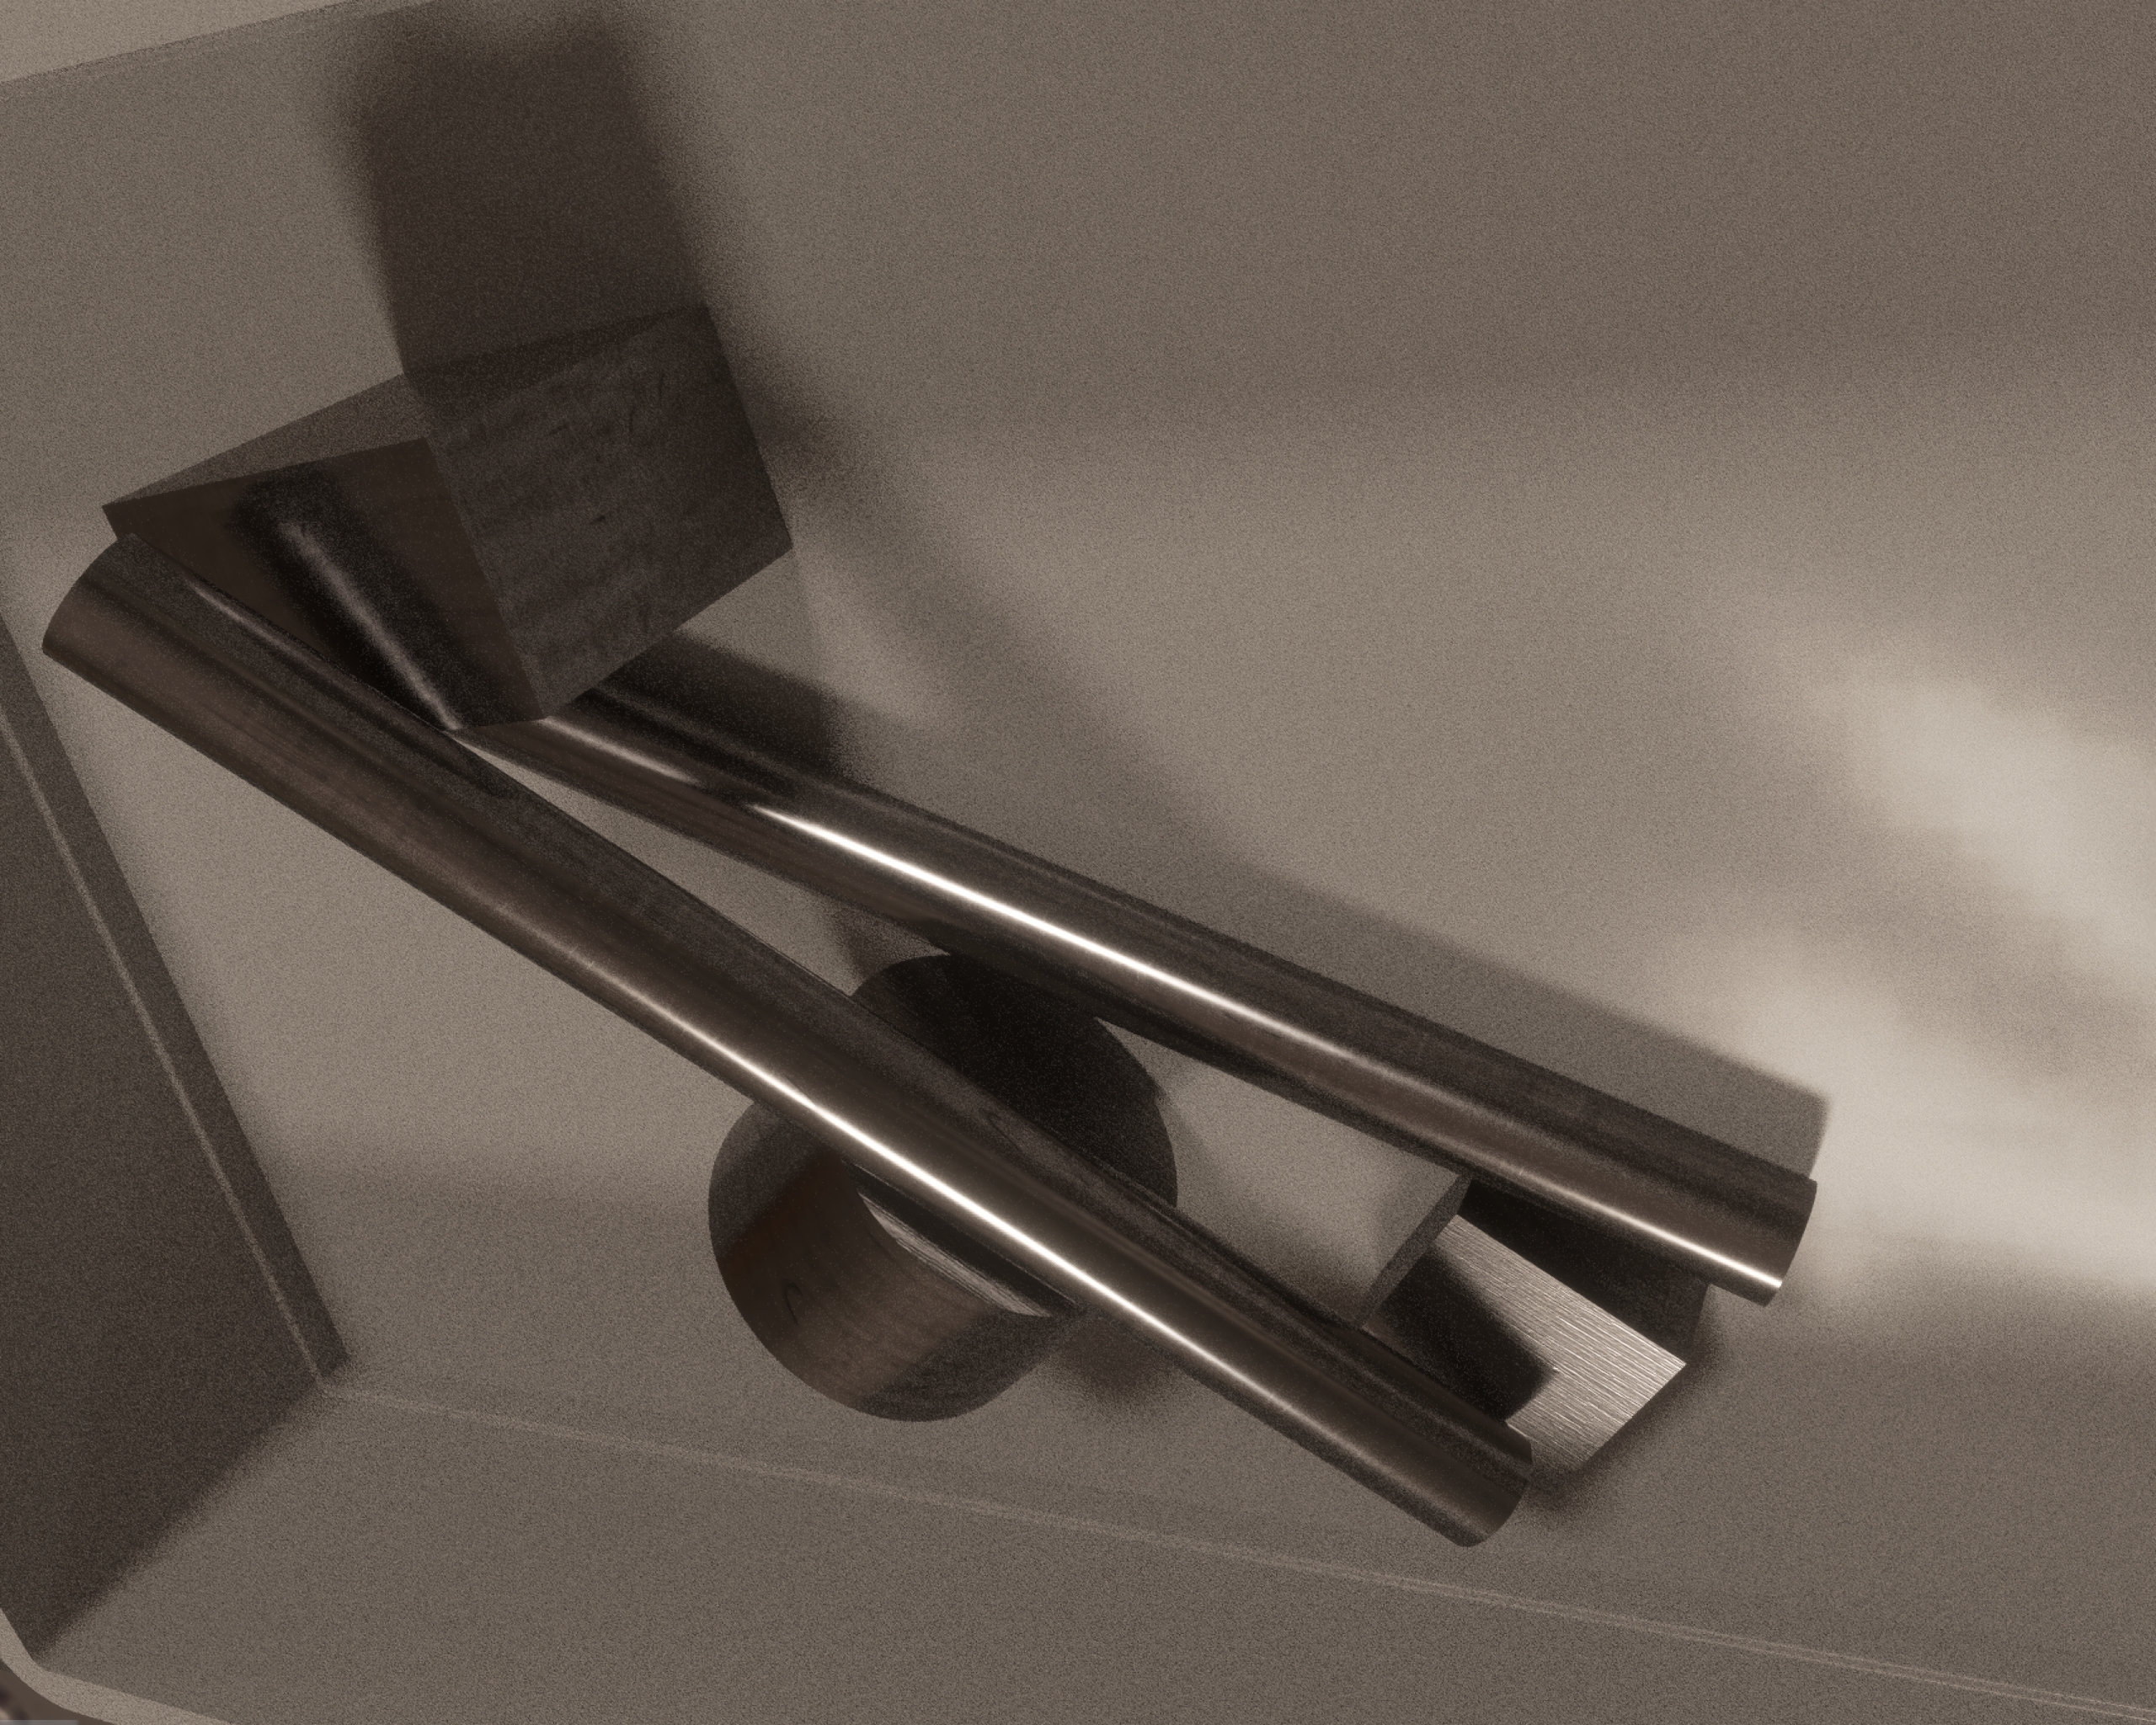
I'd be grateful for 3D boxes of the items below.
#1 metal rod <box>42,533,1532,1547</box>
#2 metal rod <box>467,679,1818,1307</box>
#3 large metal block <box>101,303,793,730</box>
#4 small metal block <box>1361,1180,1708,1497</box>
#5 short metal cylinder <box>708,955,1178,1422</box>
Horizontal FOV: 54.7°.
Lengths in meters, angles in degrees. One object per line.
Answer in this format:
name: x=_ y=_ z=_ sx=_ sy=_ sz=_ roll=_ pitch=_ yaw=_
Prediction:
metal rod: x=-0.042 y=0.038 z=0.376 sx=0.301 sy=0.025 sz=0.025 roll=34 pitch=130 yaw=-11
metal rod: x=-0.005 y=0.014 z=0.417 sx=0.301 sy=0.025 sz=0.025 roll=23 pitch=127 yaw=14
large metal block: x=-0.115 y=-0.063 z=0.392 sx=0.080 sy=0.080 sz=0.050 roll=-4 pitch=117 yaw=29
small metal block: x=0.088 y=0.091 z=0.416 sx=0.050 sy=0.025 sz=0.050 roll=33 pitch=129 yaw=6
short metal cylinder: x=-0.027 y=0.066 z=0.424 sx=0.080 sy=0.080 sz=0.050 roll=42 pitch=129 yaw=-2
